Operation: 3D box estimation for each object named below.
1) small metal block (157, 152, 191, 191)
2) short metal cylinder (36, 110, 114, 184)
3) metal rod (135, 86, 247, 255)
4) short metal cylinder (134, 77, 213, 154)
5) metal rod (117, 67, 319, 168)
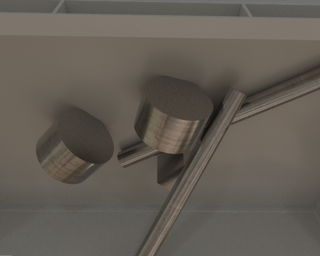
[{"bbox_3d":[0.023,0.052,0.438,0.050,0.050,0.025,-37,121,27],"label":"small metal block"},{"bbox_3d":[-0.106,0.024,0.392,0.080,0.080,0.050,35,122,-26],"label":"short metal cylinder"},{"bbox_3d":[0.026,0.085,0.401,0.025,0.025,0.298,22,105,-18],"label":"metal rod"},{"bbox_3d":[0.015,-0.016,0.360,0.081,0.080,0.050,12,129,-11],"label":"short metal cylinder"},{"bbox_3d":[0.077,-0.011,0.401,0.300,0.025,0.025,-23,127,18],"label":"metal rod"}]
